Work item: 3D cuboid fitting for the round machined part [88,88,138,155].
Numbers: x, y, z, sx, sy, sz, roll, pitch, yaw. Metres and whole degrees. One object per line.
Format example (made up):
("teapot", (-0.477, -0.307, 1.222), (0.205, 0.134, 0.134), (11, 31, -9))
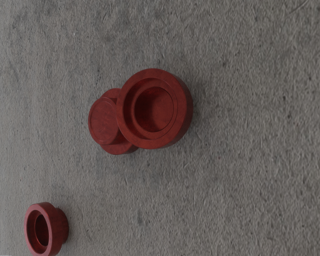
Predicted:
("round machined part", (-0.067, -0.010, 0.449), (0.098, 0.042, 0.097), (0, 90, 40))

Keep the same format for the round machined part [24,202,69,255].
("round machined part", (-0.203, 0.183, 0.562), (0.098, 0.042, 0.097), (0, 90, 40))

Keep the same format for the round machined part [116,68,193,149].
("round machined part", (-0.003, -0.023, 0.389), (0.098, 0.042, 0.097), (-1, 87, 28))
